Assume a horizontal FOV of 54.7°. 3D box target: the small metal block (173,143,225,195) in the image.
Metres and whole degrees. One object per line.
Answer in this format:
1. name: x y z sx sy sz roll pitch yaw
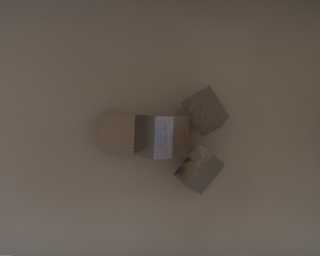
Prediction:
1. small metal block: 0.051 0.053 0.395 0.025 0.050 0.050 38 89 35

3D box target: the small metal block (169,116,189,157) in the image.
1. small metal block: 0.022 0.010 0.398 0.025 0.050 0.050 1 90 0

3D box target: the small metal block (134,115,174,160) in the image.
1. small metal block: -0.009 0.010 0.379 0.025 0.050 0.050 1 93 -32

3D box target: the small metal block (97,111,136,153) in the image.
1. small metal block: -0.053 0.005 0.408 0.050 0.025 0.050 7 90 -1

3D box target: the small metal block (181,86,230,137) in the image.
1. small metal block: 0.059 -0.022 0.395 0.025 0.050 0.050 -32 91 32
